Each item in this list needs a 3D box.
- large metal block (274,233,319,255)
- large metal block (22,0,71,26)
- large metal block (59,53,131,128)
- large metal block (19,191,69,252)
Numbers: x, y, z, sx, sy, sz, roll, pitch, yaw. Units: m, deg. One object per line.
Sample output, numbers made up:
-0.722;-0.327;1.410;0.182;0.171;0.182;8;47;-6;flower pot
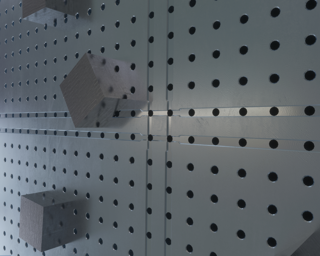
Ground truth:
0.129;0.149;0.267;0.050;0.081;0.080;-48;62;29;large metal block
-0.208;-0.242;0.567;0.080;0.050;0.080;-2;89;40;large metal block
-0.102;-0.055;0.479;0.080;0.050;0.080;-39;66;33;large metal block
-0.215;0.169;0.573;0.080;0.050;0.080;8;95;40;large metal block
